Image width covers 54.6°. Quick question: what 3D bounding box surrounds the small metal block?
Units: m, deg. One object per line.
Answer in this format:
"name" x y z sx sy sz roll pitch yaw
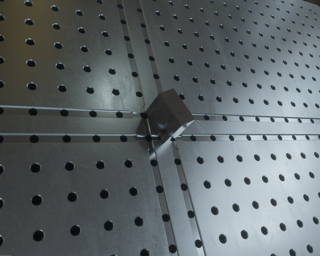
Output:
"small metal block" 0.011 -0.015 0.407 0.025 0.050 0.050 -25 76 -37
